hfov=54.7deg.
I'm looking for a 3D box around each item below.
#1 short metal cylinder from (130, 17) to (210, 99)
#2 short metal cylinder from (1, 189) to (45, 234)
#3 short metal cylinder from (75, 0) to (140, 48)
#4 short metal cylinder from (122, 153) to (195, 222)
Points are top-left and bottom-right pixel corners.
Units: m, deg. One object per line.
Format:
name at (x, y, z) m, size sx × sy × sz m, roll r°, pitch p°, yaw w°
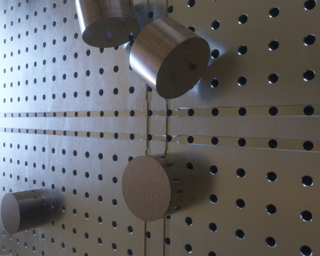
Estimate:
short metal cylinder at (0.012, -0.081, 0.364) m, size 0.050 × 0.081 × 0.080 m, roll 45°, pitch 117°, yaw 31°
short metal cylinder at (-0.275, 0.166, 0.621) m, size 0.080 × 0.050 × 0.079 m, roll 0°, pitch 90°, yaw 40°
short metal cylinder at (-0.073, -0.154, 0.434) m, size 0.080 × 0.081 × 0.050 m, roll -22°, pitch 76°, yaw 38°
short metal cylinder at (-0.003, 0.073, 0.395) m, size 0.080 × 0.050 × 0.079 m, roll 0°, pitch 90°, yaw 40°
